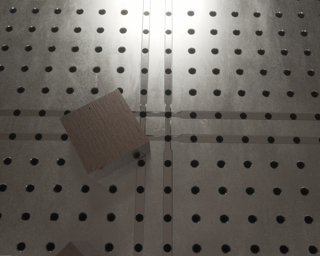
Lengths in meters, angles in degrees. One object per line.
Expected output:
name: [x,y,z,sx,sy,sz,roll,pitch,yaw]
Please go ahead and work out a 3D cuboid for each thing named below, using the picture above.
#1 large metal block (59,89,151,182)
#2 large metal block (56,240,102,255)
large metal block: [-0.067,0.010,0.394,0.080,0.050,0.080,-28,73,-10]
large metal block: [-0.097,0.166,0.321,0.050,0.080,0.080,42,75,13]
